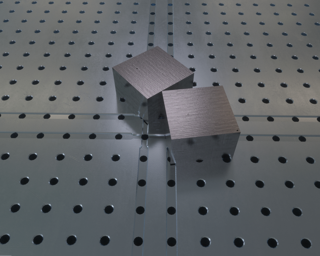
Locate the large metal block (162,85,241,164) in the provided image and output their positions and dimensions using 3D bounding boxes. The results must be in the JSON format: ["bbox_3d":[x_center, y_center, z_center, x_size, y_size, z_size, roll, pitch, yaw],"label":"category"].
[{"bbox_3d":[0.048,-0.006,0.397,0.080,0.050,0.080,-6,50,-5],"label":"large metal block"}]

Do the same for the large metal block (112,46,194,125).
[{"bbox_3d":[-0.010,-0.064,0.445,0.080,0.050,0.080,-32,57,-24],"label":"large metal block"}]
